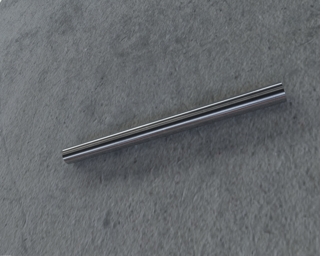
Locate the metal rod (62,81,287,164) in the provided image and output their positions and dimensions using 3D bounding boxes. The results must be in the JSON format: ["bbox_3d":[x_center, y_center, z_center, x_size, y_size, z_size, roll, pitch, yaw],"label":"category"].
[{"bbox_3d":[0.004,-0.001,0.400,0.301,0.025,0.025,-17,55,18],"label":"metal rod"}]
